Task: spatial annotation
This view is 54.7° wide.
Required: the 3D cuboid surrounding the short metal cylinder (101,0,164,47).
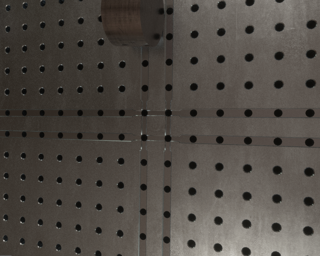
[{"bbox_3d":[-0.032,-0.145,0.394,0.050,0.080,0.079,7,92,19],"label":"short metal cylinder"}]
